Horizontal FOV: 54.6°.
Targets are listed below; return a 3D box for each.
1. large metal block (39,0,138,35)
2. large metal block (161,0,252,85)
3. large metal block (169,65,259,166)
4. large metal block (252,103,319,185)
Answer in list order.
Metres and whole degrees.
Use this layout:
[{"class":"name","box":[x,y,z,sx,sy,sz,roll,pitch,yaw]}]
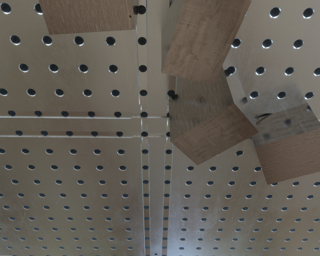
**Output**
[{"class":"large metal block","box":[-0.065,-0.135,0.280,0.080,0.050,0.080,-3,130,2]},{"class":"large metal block","box":[0.036,-0.100,0.291,0.050,0.080,0.079,12,129,-10]},{"class":"large metal block","box":[0.058,-0.016,0.362,0.080,0.080,0.050,-33,123,24]},{"class":"large metal block","box":[0.170,0.023,0.416,0.080,0.050,0.080,-18,128,15]}]
